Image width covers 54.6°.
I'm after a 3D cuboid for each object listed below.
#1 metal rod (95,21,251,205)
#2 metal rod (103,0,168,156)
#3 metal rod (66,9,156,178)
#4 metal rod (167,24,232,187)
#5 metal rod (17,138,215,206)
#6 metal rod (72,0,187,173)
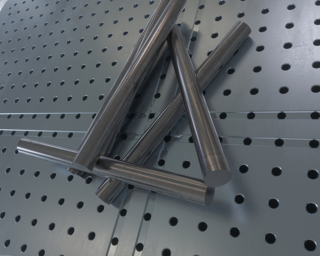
[{"bbox_3d":[0.022,-0.025,0.413,0.025,0.025,0.300,34,80,38],"label":"metal rod"},{"bbox_3d":[-0.038,-0.075,0.463,0.025,0.025,0.300,11,71,33],"label":"metal rod"},{"bbox_3d":[-0.060,-0.065,0.480,0.025,0.025,0.300,13,68,33],"label":"metal rod"},{"bbox_3d":[0.035,-0.055,0.385,0.025,0.025,0.300,-24,41,13],"label":"metal rod"},{"bbox_3d":[-0.077,0.046,0.387,0.300,0.025,0.025,9,66,31],"label":"metal rod"},{"bbox_3d":[-0.031,-0.077,0.422,0.025,0.025,0.300,10,61,32],"label":"metal rod"}]
